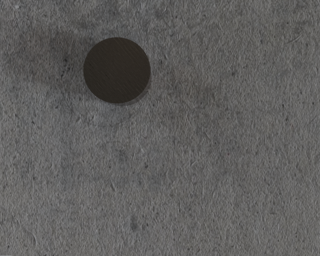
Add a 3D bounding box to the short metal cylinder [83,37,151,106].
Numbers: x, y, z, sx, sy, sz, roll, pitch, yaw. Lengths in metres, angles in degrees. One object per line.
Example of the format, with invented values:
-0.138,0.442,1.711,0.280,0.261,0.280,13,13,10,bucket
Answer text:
-0.052,-0.069,0.397,0.080,0.050,0.080,0,90,0,short metal cylinder
